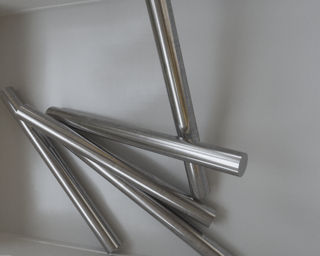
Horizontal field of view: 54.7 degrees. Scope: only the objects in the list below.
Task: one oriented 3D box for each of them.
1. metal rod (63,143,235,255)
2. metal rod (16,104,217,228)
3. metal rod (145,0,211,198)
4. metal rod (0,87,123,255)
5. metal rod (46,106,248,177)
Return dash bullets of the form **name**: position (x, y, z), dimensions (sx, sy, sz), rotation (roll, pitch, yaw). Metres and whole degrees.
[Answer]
- **metal rod**: position (-0.031, 0.088, 0.421), dimensions (0.300, 0.025, 0.025), rotation (35, 101, 16)
- **metal rod**: position (-0.065, 0.045, 0.415), dimensions (0.301, 0.025, 0.025), rotation (28, 99, 11)
- **metal rod**: position (0.017, -0.053, 0.340), dimensions (0.025, 0.025, 0.298), rotation (-7, 113, 20)
- **metal rod**: position (-0.154, 0.055, 0.464), dimensions (0.025, 0.025, 0.300), rotation (-43, 77, 15)
- **metal rod**: position (-0.041, 0.008, 0.387), dimensions (0.300, 0.025, 0.025), rotation (13, 95, 33)
